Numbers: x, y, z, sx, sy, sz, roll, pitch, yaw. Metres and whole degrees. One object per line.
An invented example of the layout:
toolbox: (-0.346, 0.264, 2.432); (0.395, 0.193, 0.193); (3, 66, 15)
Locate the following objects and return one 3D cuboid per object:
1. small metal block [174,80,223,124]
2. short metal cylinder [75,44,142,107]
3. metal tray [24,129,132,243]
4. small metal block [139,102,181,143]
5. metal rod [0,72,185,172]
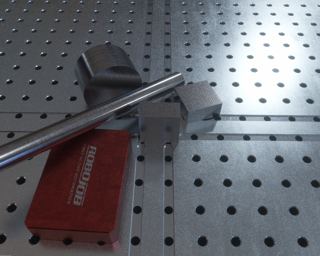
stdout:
small metal block: (0.053, -0.038, 0.440); (0.050, 0.025, 0.050); (-15, 52, -13)
short metal cylinder: (-0.071, -0.068, 0.428); (0.081, 0.080, 0.050); (-18, 53, -15)
metal tray: (-0.085, 0.059, 0.353); (0.091, 0.030, 0.130); (3, 50, 2)
small metal block: (0.000, -0.007, 0.397); (0.050, 0.050, 0.025); (1, 50, 0)
metal rod: (-0.084, -0.011, 0.377); (0.302, 0.025, 0.025); (-28, 55, -33)
